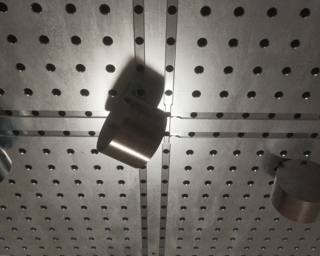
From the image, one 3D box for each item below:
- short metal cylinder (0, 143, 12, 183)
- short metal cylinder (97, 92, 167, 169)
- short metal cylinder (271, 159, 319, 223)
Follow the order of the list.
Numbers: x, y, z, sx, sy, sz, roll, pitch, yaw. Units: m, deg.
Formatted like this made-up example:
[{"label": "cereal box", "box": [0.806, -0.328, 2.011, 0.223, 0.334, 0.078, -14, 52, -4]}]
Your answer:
[{"label": "short metal cylinder", "box": [-0.249, 0.045, 0.410, 0.080, 0.080, 0.050, -6, 130, 5]}, {"label": "short metal cylinder", "box": [-0.035, 0.003, 0.378, 0.050, 0.080, 0.080, 28, 124, -22]}, {"label": "short metal cylinder", "box": [0.210, 0.092, 0.457, 0.080, 0.080, 0.050, -3, 130, 2]}]
